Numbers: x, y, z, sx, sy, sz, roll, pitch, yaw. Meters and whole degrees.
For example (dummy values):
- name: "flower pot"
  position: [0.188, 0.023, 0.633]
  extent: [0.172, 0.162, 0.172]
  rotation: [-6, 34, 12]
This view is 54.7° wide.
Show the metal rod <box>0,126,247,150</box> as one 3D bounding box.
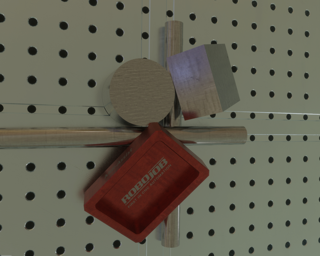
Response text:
- name: "metal rod"
  position: [-0.036, 0.011, 0.382]
  extent: [0.302, 0.025, 0.025]
  rotation: [0, 90, -13]

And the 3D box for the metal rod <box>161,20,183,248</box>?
- name: "metal rod"
  position: [0.017, 0.008, 0.419]
  extent: [0.025, 0.025, 0.298]
  rotation: [1, 90, -20]

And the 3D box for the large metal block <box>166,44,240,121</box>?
- name: "large metal block"
  position: [0.059, -0.061, 0.400]
  extent: [0.080, 0.050, 0.080]
  rotation: [-27, 102, -58]

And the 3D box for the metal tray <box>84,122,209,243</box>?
- name: "metal tray"
  position: [-0.017, 0.068, 0.376]
  extent: [0.090, 0.030, 0.130]
  rotation: [41, 98, -22]

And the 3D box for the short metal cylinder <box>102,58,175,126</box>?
- name: "short metal cylinder"
  position: [-0.028, -0.042, 0.388]
  extent: [0.081, 0.050, 0.079]
  rotation: [0, 90, -20]
